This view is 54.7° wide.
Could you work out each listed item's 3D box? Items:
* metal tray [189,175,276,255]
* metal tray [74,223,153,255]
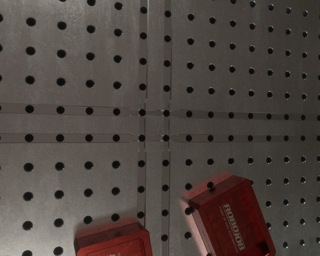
[{"bbox_3d":[0.107,0.147,0.451,0.091,0.030,0.129,-25,99,-19],"label":"metal tray"},{"bbox_3d":[-0.052,0.197,0.391,0.091,0.030,0.129,-10,93,-20],"label":"metal tray"}]
